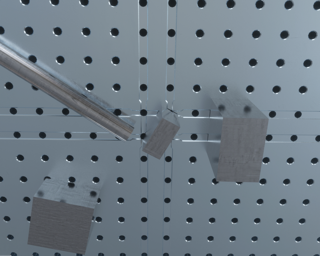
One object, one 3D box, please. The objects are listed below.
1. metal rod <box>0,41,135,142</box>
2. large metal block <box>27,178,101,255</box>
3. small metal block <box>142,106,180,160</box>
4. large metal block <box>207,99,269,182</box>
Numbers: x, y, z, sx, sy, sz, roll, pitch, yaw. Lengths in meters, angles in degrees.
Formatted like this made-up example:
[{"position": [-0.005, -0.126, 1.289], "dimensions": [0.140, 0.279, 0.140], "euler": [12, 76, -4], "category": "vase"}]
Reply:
[{"position": [-0.165, -0.072, 0.385], "dimensions": [0.301, 0.025, 0.025], "euler": [33, 107, -12], "category": "metal rod"}, {"position": [-0.136, 0.126, 0.445], "dimensions": [0.081, 0.050, 0.079], "euler": [13, 110, -5], "category": "large metal block"}, {"position": [0.001, 0.005, 0.402], "dimensions": [0.025, 0.050, 0.050], "euler": [28, 108, -10], "category": "small metal block"}, {"position": [0.093, 0.013, 0.389], "dimensions": [0.050, 0.080, 0.079], "euler": [2, 110, -1], "category": "large metal block"}]
